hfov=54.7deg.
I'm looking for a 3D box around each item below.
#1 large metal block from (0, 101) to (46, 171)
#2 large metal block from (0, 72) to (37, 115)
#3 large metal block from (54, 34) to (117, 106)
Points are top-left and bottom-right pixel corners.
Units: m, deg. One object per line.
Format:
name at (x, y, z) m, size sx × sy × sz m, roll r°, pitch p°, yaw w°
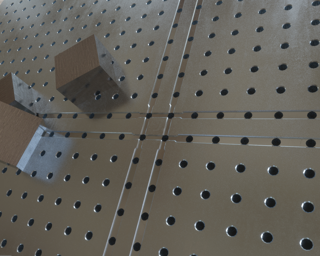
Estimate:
large metal block at (-0.236, 0.012, 0.481) m, size 0.080 × 0.050 × 0.080 m, roll 24°, pitch 70°, yaw -6°
large metal block at (-0.278, -0.041, 0.559) m, size 0.080 × 0.050 × 0.080 m, roll -33°, pitch 52°, yaw 6°
large metal block at (-0.124, -0.096, 0.514) m, size 0.080 × 0.050 × 0.080 m, roll -26°, pitch 53°, yaw 12°
